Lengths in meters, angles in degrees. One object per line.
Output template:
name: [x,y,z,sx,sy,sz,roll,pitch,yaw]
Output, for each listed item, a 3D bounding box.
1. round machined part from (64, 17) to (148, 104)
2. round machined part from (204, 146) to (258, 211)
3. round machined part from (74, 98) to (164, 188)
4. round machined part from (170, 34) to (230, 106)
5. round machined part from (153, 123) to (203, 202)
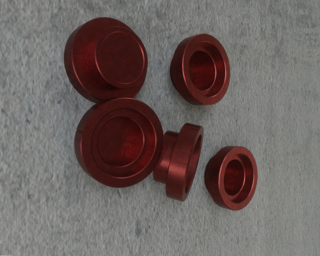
round machined part: [-0.053,-0.076,0.351,0.099,0.042,0.097,0,90,-40]
round machined part: [0.108,0.077,0.487,0.099,0.042,0.097,0,90,-40]
round machined part: [-0.048,0.014,0.349,0.099,0.042,0.097,-4,97,-33]
round machined part: [0.053,-0.080,0.440,0.099,0.042,0.097,0,90,-40]
round machined part: [0.022,0.040,0.394,0.098,0.042,0.097,13,91,-76]
